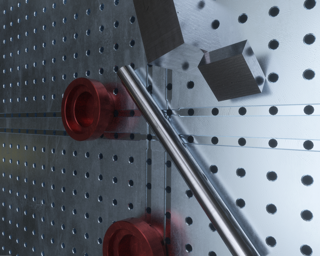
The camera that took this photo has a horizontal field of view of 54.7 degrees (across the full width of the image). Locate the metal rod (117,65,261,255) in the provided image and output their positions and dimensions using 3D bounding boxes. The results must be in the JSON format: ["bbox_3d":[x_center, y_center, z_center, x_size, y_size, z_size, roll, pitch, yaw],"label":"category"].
[{"bbox_3d":[0.023,0.032,0.389,0.025,0.025,0.299,-48,62,29],"label":"metal rod"}]

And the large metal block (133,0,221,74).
[{"bbox_3d":[0.023,-0.114,0.355,0.050,0.081,0.080,-22,76,38],"label":"large metal block"}]

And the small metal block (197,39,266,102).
[{"bbox_3d":[0.076,-0.059,0.328,0.050,0.050,0.025,-10,40,39],"label":"small metal block"}]

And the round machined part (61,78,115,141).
[{"bbox_3d":[-0.110,-0.029,0.489,0.098,0.042,0.097,0,90,40],"label":"round machined part"}]

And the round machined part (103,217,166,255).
[{"bbox_3d":[-0.030,0.171,0.424,0.098,0.042,0.097,0,90,40],"label":"round machined part"}]
